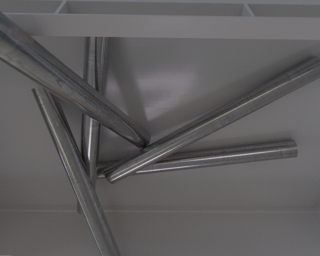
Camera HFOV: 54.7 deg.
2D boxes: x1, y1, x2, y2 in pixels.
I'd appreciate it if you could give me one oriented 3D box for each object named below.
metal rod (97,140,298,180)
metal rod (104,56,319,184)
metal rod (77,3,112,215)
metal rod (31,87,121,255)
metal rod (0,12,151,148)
[{"bbox_3d":[0.040,0.048,0.449,0.302,0.025,0.025,-7,130,6],"label":"metal rod"},{"bbox_3d":[0.055,-0.002,0.393,0.300,0.025,0.025,-29,125,17],"label":"metal rod"},{"bbox_3d":[-0.087,0.001,0.388,0.025,0.025,0.298,8,124,-7],"label":"metal rod"},{"bbox_3d":[-0.096,0.088,0.404,0.025,0.025,0.298,-15,104,12],"label":"metal rod"},{"bbox_3d":[-0.069,-0.027,0.288,0.025,0.025,0.300,-16,159,13],"label":"metal rod"}]
